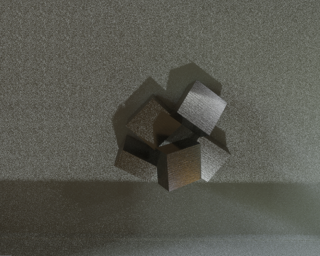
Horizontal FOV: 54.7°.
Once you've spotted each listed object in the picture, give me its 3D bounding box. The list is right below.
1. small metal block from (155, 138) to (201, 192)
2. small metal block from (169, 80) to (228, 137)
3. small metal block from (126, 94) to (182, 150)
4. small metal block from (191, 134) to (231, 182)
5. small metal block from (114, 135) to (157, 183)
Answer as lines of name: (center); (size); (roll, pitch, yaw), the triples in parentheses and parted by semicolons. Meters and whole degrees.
small metal block: (0.024, 0.045, 0.388); (0.050, 0.025, 0.050); (-16, 113, -29)
small metal block: (0.049, -0.024, 0.390); (0.050, 0.025, 0.050); (35, 73, -13)
small metal block: (-0.008, -0.008, 0.406); (0.050, 0.025, 0.050); (42, 104, -14)
small metal block: (0.059, 0.037, 0.424); (0.050, 0.025, 0.050); (34, 106, -12)
small metal block: (-0.030, 0.040, 0.410); (0.050, 0.050, 0.025); (28, 108, -10)
